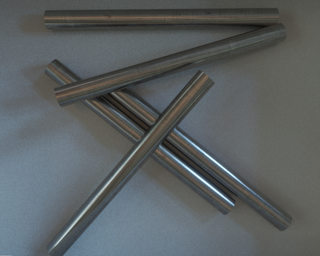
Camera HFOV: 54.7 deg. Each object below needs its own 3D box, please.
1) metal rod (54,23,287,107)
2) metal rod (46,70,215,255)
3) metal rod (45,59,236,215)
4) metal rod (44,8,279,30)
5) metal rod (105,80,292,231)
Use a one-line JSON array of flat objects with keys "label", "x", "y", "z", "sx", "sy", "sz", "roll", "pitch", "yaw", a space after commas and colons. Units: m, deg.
[{"label": "metal rod", "x": 0.019, "y": -0.082, "z": 0.395, "sx": 0.302, "sy": 0.025, "sz": 0.025, "roll": -18, "pitch": 90, "yaw": -7}, {"label": "metal rod", "x": -0.041, "y": 0.050, "z": 0.390, "sx": 0.025, "sy": 0.025, "sz": 0.299, "roll": 41, "pitch": 97, "yaw": -1}, {"label": "metal rod", "x": -0.026, "y": 0.012, "z": 0.410, "sx": 0.300, "sy": 0.025, "sz": 0.025, "roll": 38, "pitch": 90, "yaw": -1}, {"label": "metal rod", "x": 0.003, "y": -0.145, "z": 0.410, "sx": 0.302, "sy": 0.025, "sz": 0.025, "roll": -1, "pitch": 90, "yaw": -1}, {"label": "metal rod", "x": 0.049, "y": 0.034, "z": 0.411, "sx": 0.300, "sy": 0.025, "sz": 0.025, "roll": 38, "pitch": 90, "yaw": -1}]
